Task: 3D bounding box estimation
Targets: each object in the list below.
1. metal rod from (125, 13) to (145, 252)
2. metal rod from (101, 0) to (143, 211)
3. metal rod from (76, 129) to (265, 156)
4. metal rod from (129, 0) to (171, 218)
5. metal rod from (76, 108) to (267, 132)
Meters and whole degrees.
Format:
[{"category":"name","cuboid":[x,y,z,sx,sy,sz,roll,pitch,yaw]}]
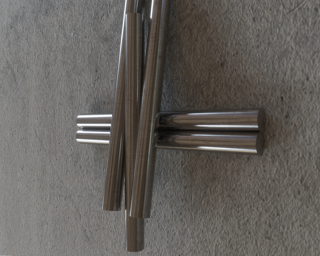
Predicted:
[{"category":"metal rod","cuboid":[-0.032,0.005,0.398,0.025,0.025,0.298,0,90,39]},{"category":"metal rod","cuboid":[-0.049,-0.042,0.417,0.025,0.025,0.298,0,82,39]},{"category":"metal rod","cuboid":[-0.012,0.015,0.415,0.300,0.025,0.025,1,91,39]},{"category":"metal rod","cuboid":[-0.010,-0.042,0.385,0.025,0.025,0.298,0,82,39]},{"category":"metal rod","cuboid":[-0.011,-0.010,0.414,0.300,0.025,0.025,1,91,39]}]
